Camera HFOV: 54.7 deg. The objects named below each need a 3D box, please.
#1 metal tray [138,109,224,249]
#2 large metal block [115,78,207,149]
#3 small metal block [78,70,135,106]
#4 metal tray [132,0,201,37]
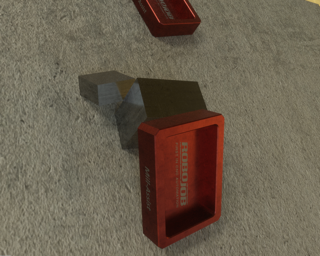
[{"bbox_3d":[0.025,0.051,0.331,0.091,0.030,0.129,-14,111,-34],"label":"metal tray"},{"bbox_3d":[0.000,-0.015,0.377,0.081,0.080,0.050,-1,63,-29],"label":"large metal block"},{"bbox_3d":[-0.065,-0.051,0.382,0.050,0.025,0.050,-17,30,-35],"label":"small metal block"},{"bbox_3d":[0.002,-0.219,0.534,0.091,0.030,0.130,-16,70,-34],"label":"metal tray"}]
